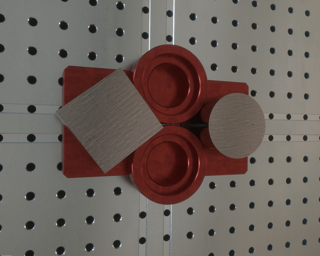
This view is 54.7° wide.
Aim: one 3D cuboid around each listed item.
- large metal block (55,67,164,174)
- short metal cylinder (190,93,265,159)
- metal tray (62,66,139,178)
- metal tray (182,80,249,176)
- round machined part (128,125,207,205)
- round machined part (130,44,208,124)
[{"bbox_3d":[-0.057,-0.009,0.346,0.080,0.050,0.080,-38,103,-16],"label":"large metal block"},{"bbox_3d":[0.086,-0.003,0.398,0.081,0.050,0.079,0,90,-20],"label":"short metal cylinder"},{"bbox_3d":[-0.073,-0.007,0.383,0.091,0.030,0.129,1,90,-21],"label":"metal tray"},{"bbox_3d":[0.078,0.000,0.436,0.091,0.030,0.129,1,90,-20],"label":"metal tray"},{"bbox_3d":[0.006,0.045,0.396,0.099,0.042,0.097,0,90,-20],"label":"round machined part"},{"bbox_3d":[0.008,-0.053,0.397,0.099,0.042,0.097,0,90,-20],"label":"round machined part"}]
